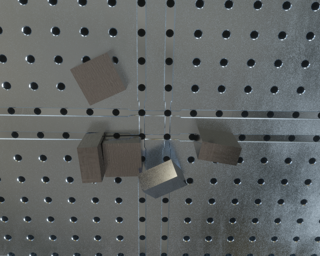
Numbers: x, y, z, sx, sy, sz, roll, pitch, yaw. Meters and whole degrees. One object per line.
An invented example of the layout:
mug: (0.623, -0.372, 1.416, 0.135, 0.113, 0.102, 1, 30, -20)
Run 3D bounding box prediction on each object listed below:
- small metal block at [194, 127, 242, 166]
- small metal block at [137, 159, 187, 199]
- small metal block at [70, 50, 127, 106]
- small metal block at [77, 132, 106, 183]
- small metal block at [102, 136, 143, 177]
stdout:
small metal block: (0.074, 0.024, 0.410, 0.050, 0.050, 0.025, 10, 110, -4)
small metal block: (0.004, 0.071, 0.425, 0.050, 0.025, 0.050, -25, 151, 9)
small metal block: (-0.075, -0.063, 0.389, 0.050, 0.025, 0.050, -23, 109, 8)
small metal block: (-0.089, 0.039, 0.413, 0.025, 0.050, 0.050, -3, 110, 1)
small metal block: (-0.050, 0.039, 0.427, 0.050, 0.025, 0.050, -1, 110, 0)
